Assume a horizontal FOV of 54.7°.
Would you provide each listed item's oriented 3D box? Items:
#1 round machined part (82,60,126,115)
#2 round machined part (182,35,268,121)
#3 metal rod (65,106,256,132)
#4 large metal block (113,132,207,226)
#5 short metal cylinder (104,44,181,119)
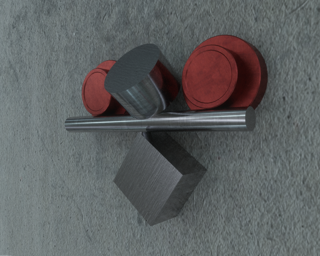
[{"bbox_3d":[-0.079,-0.052,0.459,0.098,0.042,0.097,0,90,40],"label":"round machined part"},{"bbox_3d":[0.063,-0.054,0.343,0.098,0.042,0.097,0,90,40],"label":"round machined part"},{"bbox_3d":[-0.026,-0.007,0.400,0.300,0.025,0.025,-1,90,40],"label":"metal rod"},{"bbox_3d":[-0.002,0.060,0.389,0.080,0.050,0.080,43,116,31],"label":"large metal block"},{"bbox_3d":[-0.021,-0.058,0.384,0.080,0.050,0.080,-23,42,23],"label":"short metal cylinder"}]
